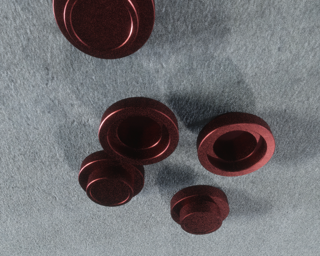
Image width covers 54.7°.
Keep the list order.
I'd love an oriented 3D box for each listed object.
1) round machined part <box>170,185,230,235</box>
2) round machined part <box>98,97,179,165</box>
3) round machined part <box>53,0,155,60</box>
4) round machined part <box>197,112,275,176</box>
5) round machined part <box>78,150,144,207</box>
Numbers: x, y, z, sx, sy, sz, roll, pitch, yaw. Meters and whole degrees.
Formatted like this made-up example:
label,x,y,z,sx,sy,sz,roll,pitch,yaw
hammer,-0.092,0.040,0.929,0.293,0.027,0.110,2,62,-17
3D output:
label,x,y,z,sx,sy,sz,roll,pitch,yaw
round machined part,0.067,0.143,0.519,0.099,0.042,0.097,-1,130,0
round machined part,-0.026,-0.001,0.395,0.099,0.042,0.097,-1,130,0
round machined part,-0.054,-0.110,0.302,0.099,0.042,0.097,-1,130,0
round machined part,0.098,0.017,0.412,0.099,0.042,0.097,-1,130,0
round machined part,-0.073,0.081,0.464,0.099,0.042,0.097,-1,130,0
